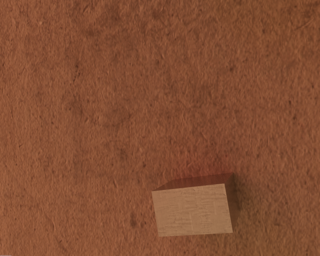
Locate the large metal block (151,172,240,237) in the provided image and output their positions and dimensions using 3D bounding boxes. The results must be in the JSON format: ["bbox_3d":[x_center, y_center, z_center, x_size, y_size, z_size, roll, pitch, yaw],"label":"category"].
[{"bbox_3d":[0.046,0.087,0.363,0.080,0.080,0.050,-10,87,19],"label":"large metal block"}]
